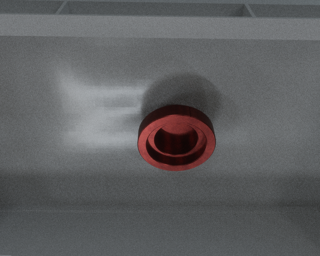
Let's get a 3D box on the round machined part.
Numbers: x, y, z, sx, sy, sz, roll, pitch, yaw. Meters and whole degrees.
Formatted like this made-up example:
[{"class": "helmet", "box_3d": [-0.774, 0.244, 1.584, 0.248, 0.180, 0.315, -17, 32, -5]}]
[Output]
[{"class": "round machined part", "box_3d": [0.021, 0.008, 0.405, 0.099, 0.042, 0.097, 0, 130, 0]}]
